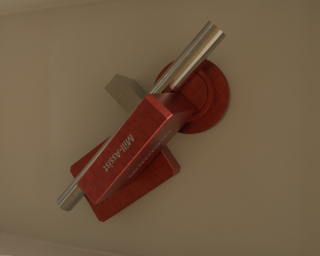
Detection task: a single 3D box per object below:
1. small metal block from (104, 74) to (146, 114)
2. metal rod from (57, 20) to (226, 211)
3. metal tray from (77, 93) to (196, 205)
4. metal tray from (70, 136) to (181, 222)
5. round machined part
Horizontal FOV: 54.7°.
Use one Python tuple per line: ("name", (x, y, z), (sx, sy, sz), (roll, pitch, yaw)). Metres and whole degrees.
("small metal block", (-0.037, -0.042, 0.408), (0.025, 0.050, 0.050), (-46, 76, 14))
("metal rod", (-0.034, -0.002, 0.378), (0.025, 0.025, 0.299), (47, 108, 14))
("metal tray", (-0.023, 0.019, 0.341), (0.030, 0.090, 0.129), (44, 110, 11))
("metal tray", (-0.049, 0.056, 0.423), (0.130, 0.030, 0.090), (-36, 79, 16))
("round machined part", (0.036, -0.041, 0.386), (0.098, 0.042, 0.097), (0, 90, 19))
